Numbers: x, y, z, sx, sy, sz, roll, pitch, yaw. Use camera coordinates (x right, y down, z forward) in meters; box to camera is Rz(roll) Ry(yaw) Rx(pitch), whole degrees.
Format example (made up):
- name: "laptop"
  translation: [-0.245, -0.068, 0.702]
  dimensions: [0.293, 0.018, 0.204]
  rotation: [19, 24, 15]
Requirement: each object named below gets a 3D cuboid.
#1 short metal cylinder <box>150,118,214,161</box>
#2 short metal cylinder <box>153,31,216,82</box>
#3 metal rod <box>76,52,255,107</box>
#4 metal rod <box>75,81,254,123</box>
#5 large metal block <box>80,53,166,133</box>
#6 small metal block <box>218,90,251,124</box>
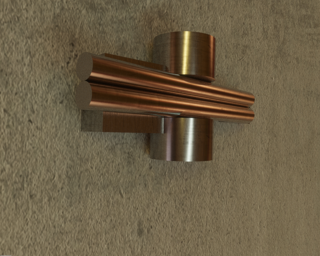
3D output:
- name: "short metal cylinder"
  translation: [0.028, 0.014, 0.393]
  dimensions: [0.081, 0.080, 0.050]
  rotation: [2, 89, -40]
- name: "short metal cylinder"
  translation: [0.031, -0.086, 0.396]
  dimensions: [0.081, 0.080, 0.050]
  rotation: [2, 89, -40]
- name: "metal rod"
  translation: [0.036, -0.049, 0.378]
  dimensions: [0.302, 0.025, 0.025]
  rotation: [2, 89, -48]
- name: "metal rod"
  translation: [0.036, -0.024, 0.378]
  dimensions: [0.302, 0.025, 0.025]
  rotation: [2, 89, -48]
- name: "large metal block"
  translation: [-0.042, -0.035, 0.355]
  dimensions: [0.081, 0.050, 0.080]
  rotation: [2, 89, -40]
- name: "small metal block"
  translation: [0.123, -0.033, 0.509]
  dimensions: [0.050, 0.025, 0.050]
  rotation: [4, 88, -40]
